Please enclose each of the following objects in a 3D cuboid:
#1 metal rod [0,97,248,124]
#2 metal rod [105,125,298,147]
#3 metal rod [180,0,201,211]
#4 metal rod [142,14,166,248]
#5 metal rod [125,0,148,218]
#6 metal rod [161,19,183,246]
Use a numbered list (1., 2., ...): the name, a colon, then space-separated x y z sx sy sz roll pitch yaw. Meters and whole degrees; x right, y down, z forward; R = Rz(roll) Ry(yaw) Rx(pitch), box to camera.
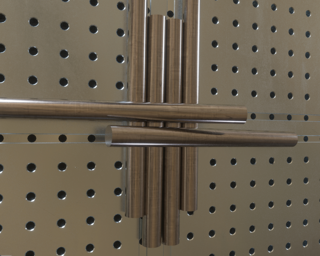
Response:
1. metal rod: -0.040 -0.020 0.373 0.302 0.025 0.025 1 90 -11
2. metal rod: 0.075 0.013 0.418 0.302 0.025 0.025 2 90 -29
3. metal rod: 0.041 -0.038 0.427 0.025 0.025 0.298 1 90 -20
4. metal rod: -0.008 0.004 0.408 0.025 0.025 0.298 1 90 -20
5. metal rod: -0.030 -0.037 0.400 0.025 0.025 0.298 1 90 -20
6. metal rod: 0.016 0.005 0.419 0.025 0.025 0.298 1 90 -20
